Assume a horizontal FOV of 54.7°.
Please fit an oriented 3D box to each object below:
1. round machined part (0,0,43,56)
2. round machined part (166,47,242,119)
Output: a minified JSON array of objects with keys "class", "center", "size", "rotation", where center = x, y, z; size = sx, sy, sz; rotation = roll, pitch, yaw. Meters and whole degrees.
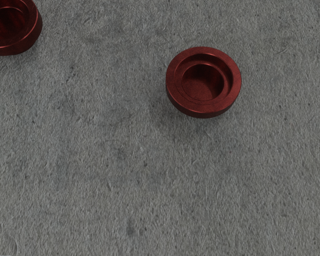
[{"class":"round machined part","center":[-0.220,-0.146,0.451],"size":[0.099,0.042,0.098],"rotation":[0,70,0]},{"class":"round machined part","center":[0.056,-0.058,0.420],"size":[0.099,0.042,0.098],"rotation":[0,70,0]}]
